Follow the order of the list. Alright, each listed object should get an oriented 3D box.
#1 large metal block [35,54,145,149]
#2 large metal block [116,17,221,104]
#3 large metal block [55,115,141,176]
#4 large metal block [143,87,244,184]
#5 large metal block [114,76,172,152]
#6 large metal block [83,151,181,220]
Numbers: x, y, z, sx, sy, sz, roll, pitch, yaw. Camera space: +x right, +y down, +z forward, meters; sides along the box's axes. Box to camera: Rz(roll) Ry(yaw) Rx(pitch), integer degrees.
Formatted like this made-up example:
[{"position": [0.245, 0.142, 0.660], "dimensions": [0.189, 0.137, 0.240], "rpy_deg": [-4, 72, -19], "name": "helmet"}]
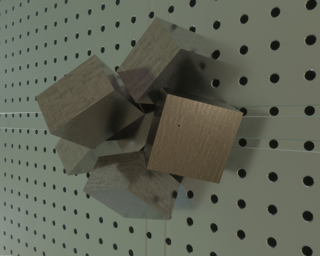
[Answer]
[{"position": [-0.077, -0.025, 0.356], "dimensions": [0.080, 0.080, 0.050], "rpy_deg": [-34, 67, 8], "name": "large metal block"}, {"position": [0.010, -0.073, 0.366], "dimensions": [0.080, 0.081, 0.050], "rpy_deg": [-47, 63, 30], "name": "large metal block"}, {"position": [-0.089, 0.021, 0.447], "dimensions": [0.080, 0.081, 0.050], "rpy_deg": [-46, 63, 30], "name": "large metal block"}, {"position": [0.032, 0.007, 0.338], "dimensions": [0.050, 0.080, 0.080], "rpy_deg": [-115, 39, -73], "name": "large metal block"}, {"position": [-0.020, -0.012, 0.413], "dimensions": [0.080, 0.050, 0.080], "rpy_deg": [-47, 62, 30], "name": "large metal block"}, {"position": [-0.035, 0.075, 0.394], "dimensions": [0.080, 0.080, 0.050], "rpy_deg": [-11, 47, 39], "name": "large metal block"}]
